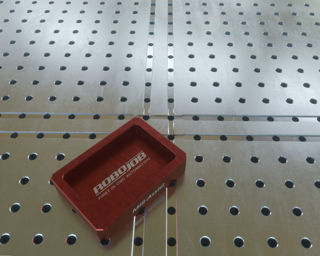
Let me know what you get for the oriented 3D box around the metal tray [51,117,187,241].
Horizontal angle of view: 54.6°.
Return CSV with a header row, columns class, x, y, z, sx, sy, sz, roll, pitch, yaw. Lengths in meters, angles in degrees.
class,x,y,z,sx,sy,sz,roll,pitch,yaw
metal tray,-0.044,0.052,0.360,0.131,0.030,0.090,-37,59,-27
